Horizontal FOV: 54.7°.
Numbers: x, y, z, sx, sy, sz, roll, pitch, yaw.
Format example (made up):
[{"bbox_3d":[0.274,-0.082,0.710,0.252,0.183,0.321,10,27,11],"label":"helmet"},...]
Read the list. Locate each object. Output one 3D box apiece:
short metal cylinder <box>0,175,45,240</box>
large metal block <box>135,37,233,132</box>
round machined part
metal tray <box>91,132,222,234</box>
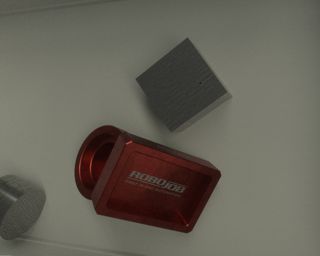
[{"bbox_3d":[-0.219,0.116,0.456,0.050,0.080,0.080,24,98,18],"label":"short metal cylinder"},{"bbox_3d":[0.031,-0.050,0.386,0.080,0.050,0.080,-36,79,16],"label":"large metal block"},{"bbox_3d":[-0.065,0.049,0.410,0.098,0.042,0.098,-16,63,35],"label":"round machined part"},{"bbox_3d":[-0.002,0.068,0.364,0.131,0.030,0.090,21,100,-26],"label":"metal tray"}]
